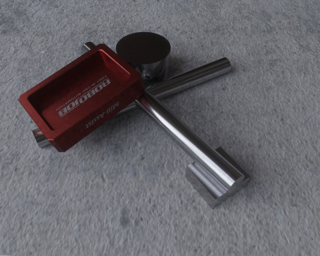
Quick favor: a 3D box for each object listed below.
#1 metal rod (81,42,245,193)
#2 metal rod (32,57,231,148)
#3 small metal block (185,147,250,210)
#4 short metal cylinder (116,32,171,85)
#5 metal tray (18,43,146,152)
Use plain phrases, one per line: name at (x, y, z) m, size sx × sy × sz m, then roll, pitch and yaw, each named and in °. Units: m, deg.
metal rod at (-0.015, -0.031, 0.398) m, size 0.025 × 0.025 × 0.300 m, roll -32°, pitch 57°, yaw -24°
metal rod at (-0.026, -0.043, 0.441) m, size 0.302 × 0.025 × 0.025 m, roll -24°, pitch 54°, yaw -19°
small metal block at (0.065, 0.057, 0.358) m, size 0.050 × 0.025 × 0.050 m, roll -27°, pitch 55°, yaw -21°
short metal cylinder at (-0.024, -0.103, 0.474) m, size 0.081 × 0.050 × 0.080 m, roll 0°, pitch 50°, yaw 0°
metal tray at (-0.096, -0.042, 0.385) m, size 0.131 × 0.030 × 0.090 m, roll -38°, pitch 59°, yaw -14°
